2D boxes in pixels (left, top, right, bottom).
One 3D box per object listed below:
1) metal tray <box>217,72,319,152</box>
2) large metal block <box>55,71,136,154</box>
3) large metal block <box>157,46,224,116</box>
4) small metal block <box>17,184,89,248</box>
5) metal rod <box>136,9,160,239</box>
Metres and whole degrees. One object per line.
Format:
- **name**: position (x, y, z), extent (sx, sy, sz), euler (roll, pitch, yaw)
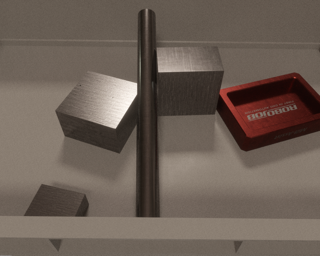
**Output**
- **metal tray**: position (0.154, -0.026, 0.425), extent (0.131, 0.030, 0.090), euler (-14, 52, -12)
- **large metal block**: position (-0.074, -0.023, 0.407), extent (0.080, 0.050, 0.080), euler (16, 52, 13)
- **large metal block**: position (0.037, -0.062, 0.422), extent (0.081, 0.080, 0.050), euler (-2, 50, -2)
- **small metal block**: position (-0.110, 0.092, 0.326), extent (0.050, 0.025, 0.050), euler (11, 51, 8)
- **metal rod**: position (-0.015, -0.024, 0.376), extent (0.025, 0.025, 0.299), euler (-1, 65, -1)
